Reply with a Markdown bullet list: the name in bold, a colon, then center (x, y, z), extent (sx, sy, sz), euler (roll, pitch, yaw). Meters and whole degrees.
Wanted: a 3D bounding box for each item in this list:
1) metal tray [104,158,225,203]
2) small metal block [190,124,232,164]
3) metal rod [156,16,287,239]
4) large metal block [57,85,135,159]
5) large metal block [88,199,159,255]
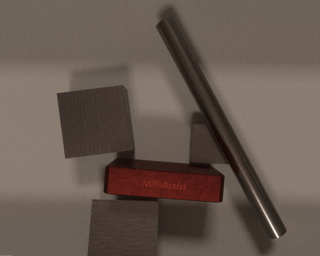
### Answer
- **metal tray**: center (0.004, 0.061, 0.379), extent (0.131, 0.090, 0.030), euler (5, 90, -1)
- **small metal block**: center (0.067, 0.021, 0.412), extent (0.050, 0.025, 0.050), euler (3, 90, -1)
- **metal rod**: center (0.076, 0.000, 0.387), extent (0.025, 0.025, 0.299), euler (-28, 90, 0)
- **large metal block**: center (-0.079, -0.008, 0.398), extent (0.081, 0.050, 0.080), euler (-7, 90, -1)
- **large metal block**: center (-0.043, 0.132, 0.389), extent (0.081, 0.050, 0.080), euler (2, 76, -1)
